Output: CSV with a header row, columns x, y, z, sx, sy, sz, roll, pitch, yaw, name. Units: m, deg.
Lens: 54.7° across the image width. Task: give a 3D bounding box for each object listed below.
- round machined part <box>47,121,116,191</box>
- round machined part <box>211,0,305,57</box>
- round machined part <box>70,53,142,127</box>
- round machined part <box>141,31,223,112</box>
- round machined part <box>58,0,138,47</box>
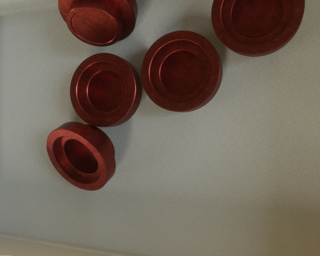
x,y,z,sx,sy,sz,roll,pitch,yaw,name
-0.101,0.034,0.421,0.098,0.042,0.097,14,125,22,round machined part
0.112,-0.132,0.358,0.098,0.042,0.097,2,96,21,round machined part
-0.070,-0.050,0.425,0.098,0.042,0.097,0,90,19,round machined part
0.030,-0.068,0.390,0.098,0.042,0.097,0,90,19,round machined part
-0.080,-0.142,0.395,0.098,0.098,0.042,-3,62,19,round machined part
